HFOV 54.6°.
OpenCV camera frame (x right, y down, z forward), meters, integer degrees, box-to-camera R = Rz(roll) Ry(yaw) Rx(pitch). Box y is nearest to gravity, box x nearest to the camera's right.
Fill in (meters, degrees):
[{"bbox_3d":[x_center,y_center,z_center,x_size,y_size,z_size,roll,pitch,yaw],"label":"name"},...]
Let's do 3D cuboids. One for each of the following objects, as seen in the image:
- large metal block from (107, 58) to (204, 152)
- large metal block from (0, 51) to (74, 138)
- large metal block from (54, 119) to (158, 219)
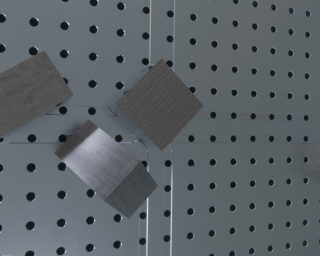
[{"bbox_3d":[-0.006,-0.028,0.397,0.080,0.050,0.080,47,76,-14],"label":"large metal block"},{"bbox_3d":[-0.144,-0.033,0.330,0.080,0.080,0.050,-34,101,-17],"label":"large metal block"},{"bbox_3d":[-0.056,0.047,0.345,0.080,0.080,0.050,35,75,27],"label":"large metal block"}]
